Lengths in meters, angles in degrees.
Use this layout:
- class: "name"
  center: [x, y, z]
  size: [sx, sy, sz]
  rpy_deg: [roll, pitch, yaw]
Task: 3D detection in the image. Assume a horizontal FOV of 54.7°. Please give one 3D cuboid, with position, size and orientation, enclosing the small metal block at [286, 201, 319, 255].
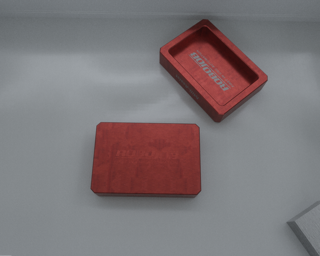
- class: "small metal block"
  center: [0.191, 0.120, 0.368]
  size: [0.050, 0.025, 0.050]
  rpy_deg: [-29, 73, -11]

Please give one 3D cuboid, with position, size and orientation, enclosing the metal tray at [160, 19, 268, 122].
- class: "metal tray"
  center: [0.073, -0.083, 0.438]
  size: [0.090, 0.030, 0.130]
  rpy_deg: [-37, 75, -13]

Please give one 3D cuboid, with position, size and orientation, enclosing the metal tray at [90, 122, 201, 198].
- class: "metal tray"
  center: [-0.016, 0.040, 0.392]
  size: [0.131, 0.030, 0.090]
  rpy_deg: [1, 70, 0]
